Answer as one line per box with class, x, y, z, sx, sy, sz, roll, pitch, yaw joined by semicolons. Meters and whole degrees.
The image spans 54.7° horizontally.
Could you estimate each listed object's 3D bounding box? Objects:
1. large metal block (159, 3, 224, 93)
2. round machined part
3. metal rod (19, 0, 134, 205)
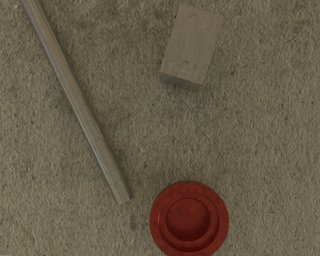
large metal block;0.035;-0.093;0.383;0.050;0.080;0.080;17;90;0
round machined part;0.036;0.116;0.402;0.099;0.042;0.097;0;90;0
metal rod;-0.110;-0.039;0.408;0.025;0.025;0.299;-25;90;0
